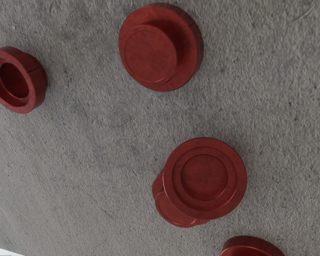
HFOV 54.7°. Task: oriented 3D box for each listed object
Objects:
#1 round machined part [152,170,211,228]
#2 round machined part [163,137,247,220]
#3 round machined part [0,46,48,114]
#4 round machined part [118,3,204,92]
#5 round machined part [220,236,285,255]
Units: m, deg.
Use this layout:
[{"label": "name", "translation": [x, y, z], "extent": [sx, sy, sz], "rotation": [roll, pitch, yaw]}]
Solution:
[{"label": "round machined part", "translation": [0.032, 0.103, 0.443], "extent": [0.098, 0.042, 0.097], "rotation": [13, 124, 21]}, {"label": "round machined part", "translation": [0.055, 0.060, 0.384], "extent": [0.098, 0.042, 0.097], "rotation": [0, 89, 8]}, {"label": "round machined part", "translation": [-0.209, -0.074, 0.460], "extent": [0.098, 0.042, 0.097], "rotation": [13, 124, 21]}, {"label": "round machined part", "translation": [-0.005, -0.085, 0.346], "extent": [0.098, 0.042, 0.097], "rotation": [13, 124, 21]}, {"label": "round machined part", "translation": [0.135, 0.210, 0.454], "extent": [0.098, 0.042, 0.097], "rotation": [13, 124, 21]}]
